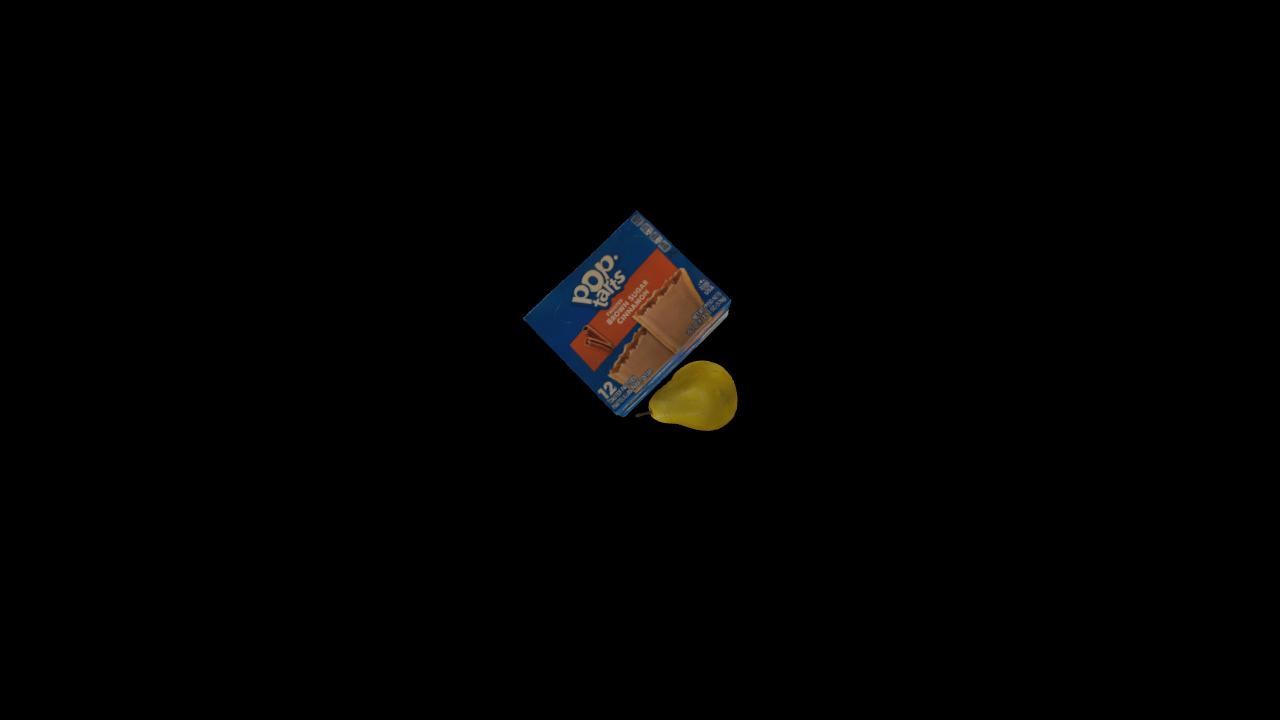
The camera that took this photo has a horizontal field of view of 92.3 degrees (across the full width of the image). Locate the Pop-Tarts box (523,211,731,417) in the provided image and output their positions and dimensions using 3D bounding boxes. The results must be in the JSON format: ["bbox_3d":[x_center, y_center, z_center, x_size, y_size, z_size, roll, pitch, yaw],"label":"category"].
[{"bbox_3d":[-0.011,-0.046,0.661,0.167,0.141,0.083,-44,-10,-4],"label":"Pop-Tarts box"}]

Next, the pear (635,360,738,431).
[{"bbox_3d":[0.046,0.045,0.659,0.111,0.080,0.080,-13,2,-8],"label":"pear"}]
